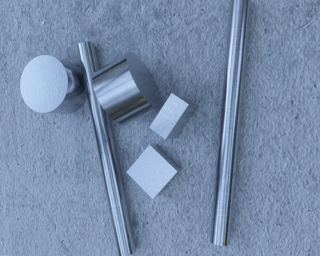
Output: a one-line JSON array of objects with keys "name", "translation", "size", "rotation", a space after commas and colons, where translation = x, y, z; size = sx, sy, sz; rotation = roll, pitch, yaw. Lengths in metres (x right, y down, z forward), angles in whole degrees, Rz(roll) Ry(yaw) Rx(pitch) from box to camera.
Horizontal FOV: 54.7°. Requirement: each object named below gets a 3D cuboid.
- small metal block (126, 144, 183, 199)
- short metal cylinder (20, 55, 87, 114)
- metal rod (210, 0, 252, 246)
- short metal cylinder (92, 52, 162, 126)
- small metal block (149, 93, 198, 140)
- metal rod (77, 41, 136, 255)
[{"name": "small metal block", "translation": [-0.007, 0.057, 0.411], "size": [0.050, 0.025, 0.050], "rotation": [43, 103, 14]}, {"name": "short metal cylinder", "translation": [-0.152, -0.061, 0.449], "size": [0.080, 0.050, 0.079], "rotation": [0, 90, 20]}, {"name": "metal rod", "translation": [0.086, -0.008, 0.378], "size": [0.025, 0.025, 0.298], "rotation": [5, 92, 20]}, {"name": "short metal cylinder", "translation": [-0.040, -0.049, 0.394], "size": [0.050, 0.080, 0.080], "rotation": [-26, 82, 18]}, {"name": "small metal block", "translation": [0.019, -0.014, 0.389], "size": [0.025, 0.050, 0.050], "rotation": [36, 102, 16]}, {"name": "metal rod", "translation": [-0.076, 0.026, 0.435], "size": [0.025, 0.025, 0.298], "rotation": [-14, 86, 19]}]
